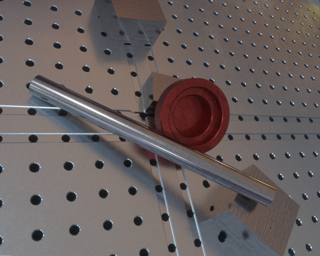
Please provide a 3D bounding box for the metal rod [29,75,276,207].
[{"bbox_3d":[-0.009,0.014,0.359,0.301,0.025,0.025,25,52,1],"label":"metal rod"}]

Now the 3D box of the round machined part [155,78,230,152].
[{"bbox_3d":[0.039,-0.016,0.408,0.099,0.042,0.097,-3,98,-22],"label":"round machined part"}]

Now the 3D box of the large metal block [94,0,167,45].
[{"bbox_3d":[-0.047,-0.178,0.475,0.081,0.050,0.080,-6,65,-31],"label":"large metal block"}]

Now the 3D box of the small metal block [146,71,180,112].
[{"bbox_3d":[0.008,-0.048,0.442,0.050,0.025,0.050,11,57,-22],"label":"small metal block"}]

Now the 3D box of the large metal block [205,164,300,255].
[{"bbox_3d":[0.118,0.107,0.390,0.080,0.050,0.080,42,51,1],"label":"large metal block"}]
